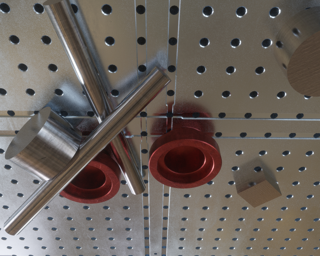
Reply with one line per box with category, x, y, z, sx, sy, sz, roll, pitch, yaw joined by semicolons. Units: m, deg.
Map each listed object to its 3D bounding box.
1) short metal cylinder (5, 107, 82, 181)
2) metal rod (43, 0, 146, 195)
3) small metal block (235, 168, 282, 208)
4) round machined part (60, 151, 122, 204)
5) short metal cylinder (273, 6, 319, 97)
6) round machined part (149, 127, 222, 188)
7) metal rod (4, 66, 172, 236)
short metal cylinder;-0.146;0.020;0.391;0.080;0.080;0.050;-31;124;23
metal rod;-0.069;-0.015;0.398;0.025;0.025;0.299;-10;130;8
small metal block;0.157;0.096;0.495;0.050;0.025;0.050;-34;123;25
round machined part;-0.106;0.064;0.454;0.099;0.042;0.097;0;130;0
short metal cylinder;0.168;-0.080;0.328;0.081;0.050;0.079;0;130;0
round machined part;0.034;0.038;0.433;0.099;0.042;0.097;0;130;0
metal rod;-0.100;0.038;0.392;0.299;0.025;0.025;-44;119;15
